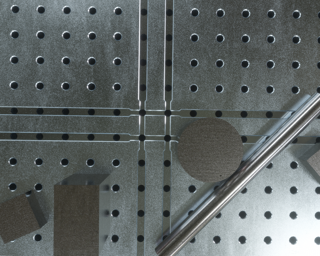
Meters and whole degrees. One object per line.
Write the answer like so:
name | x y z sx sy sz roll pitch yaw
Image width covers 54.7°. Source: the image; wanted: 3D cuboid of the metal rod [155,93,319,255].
metal rod | 0.109 0.066 0.414 0.300 0.025 0.025 -44 91 -1

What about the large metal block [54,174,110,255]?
large metal block | -0.093 0.103 0.385 0.050 0.080 0.079 0 90 0

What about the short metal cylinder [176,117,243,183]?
short metal cylinder | 0.061 0.027 0.402 0.081 0.050 0.079 0 90 -1

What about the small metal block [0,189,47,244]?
small metal block | -0.187 0.117 0.411 0.050 0.025 0.050 -23 90 -1

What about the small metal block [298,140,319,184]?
small metal block | 0.227 0.045 0.416 0.050 0.025 0.050 -40 91 0
